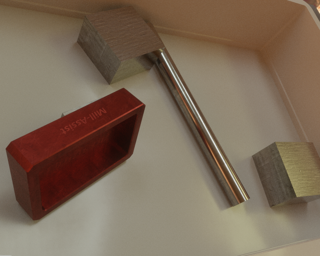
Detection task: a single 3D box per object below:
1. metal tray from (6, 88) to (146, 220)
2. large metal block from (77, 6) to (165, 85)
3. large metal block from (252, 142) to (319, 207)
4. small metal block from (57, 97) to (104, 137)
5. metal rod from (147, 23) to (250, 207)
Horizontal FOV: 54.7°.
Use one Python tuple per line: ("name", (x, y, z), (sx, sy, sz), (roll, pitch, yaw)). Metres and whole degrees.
("metal tray", (-0.077, 0.023, 0.306), (0.030, 0.089, 0.131), (40, 49, 20))
("large metal block", (-0.054, -0.117, 0.433), (0.081, 0.050, 0.080), (-30, 79, -38))
("large metal block", (0.195, 0.067, 0.456), (0.081, 0.050, 0.080), (2, 61, -28))
("small metal block", (-0.085, -0.004, 0.347), (0.050, 0.050, 0.025), (-29, 78, -38))
("metal rod", (0.042, -0.030, 0.448), (0.025, 0.025, 0.299), (-15, 70, -34))
